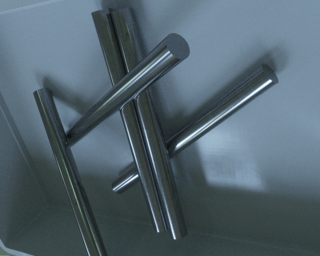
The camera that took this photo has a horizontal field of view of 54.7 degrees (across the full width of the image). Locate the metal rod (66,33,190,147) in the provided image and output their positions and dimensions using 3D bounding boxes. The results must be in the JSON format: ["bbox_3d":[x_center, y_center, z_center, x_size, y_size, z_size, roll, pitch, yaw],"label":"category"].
[{"bbox_3d":[-0.066,-0.025,0.380,0.025,0.025,0.299,51,142,-8],"label":"metal rod"}]

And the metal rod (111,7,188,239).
[{"bbox_3d":[-0.009,0.007,0.388,0.025,0.025,0.298,-5,108,30],"label":"metal rod"}]

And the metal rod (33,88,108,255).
[{"bbox_3d":[-0.124,0.082,0.446,0.025,0.025,0.299,-28,79,37],"label":"metal rod"}]

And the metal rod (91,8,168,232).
[{"bbox_3d":[-0.032,0.003,0.401,0.025,0.025,0.298,-5,109,30],"label":"metal rod"}]

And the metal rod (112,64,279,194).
[{"bbox_3d":[0.022,0.020,0.407,0.025,0.025,0.299,46,129,-5],"label":"metal rod"}]
